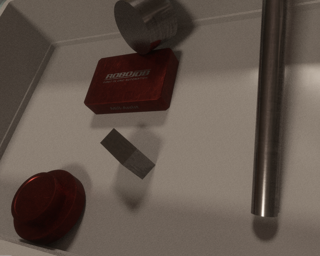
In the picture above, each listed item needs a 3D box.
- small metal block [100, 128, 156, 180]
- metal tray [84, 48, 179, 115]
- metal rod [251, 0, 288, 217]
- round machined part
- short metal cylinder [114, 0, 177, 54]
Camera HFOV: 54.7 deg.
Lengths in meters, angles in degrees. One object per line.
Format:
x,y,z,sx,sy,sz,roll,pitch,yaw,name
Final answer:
-0.040,0.033,0.389,0.025,0.050,0.050,-48,52,-6,small metal block
-0.043,-0.069,0.466,0.130,0.030,0.090,-2,61,27,metal tray
0.113,-0.064,0.314,0.025,0.025,0.298,2,85,29,metal rod
-0.152,0.097,0.406,0.098,0.042,0.098,-14,49,18,round machined part
-0.021,-0.154,0.444,0.050,0.080,0.080,-37,49,-22,short metal cylinder
